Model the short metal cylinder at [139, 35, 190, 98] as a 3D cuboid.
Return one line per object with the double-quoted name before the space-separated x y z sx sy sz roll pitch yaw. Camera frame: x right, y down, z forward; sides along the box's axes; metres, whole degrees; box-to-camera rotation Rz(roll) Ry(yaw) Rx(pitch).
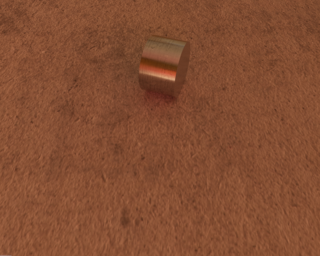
"short metal cylinder" 0.008 -0.088 0.441 0.050 0.080 0.080 15 52 12
